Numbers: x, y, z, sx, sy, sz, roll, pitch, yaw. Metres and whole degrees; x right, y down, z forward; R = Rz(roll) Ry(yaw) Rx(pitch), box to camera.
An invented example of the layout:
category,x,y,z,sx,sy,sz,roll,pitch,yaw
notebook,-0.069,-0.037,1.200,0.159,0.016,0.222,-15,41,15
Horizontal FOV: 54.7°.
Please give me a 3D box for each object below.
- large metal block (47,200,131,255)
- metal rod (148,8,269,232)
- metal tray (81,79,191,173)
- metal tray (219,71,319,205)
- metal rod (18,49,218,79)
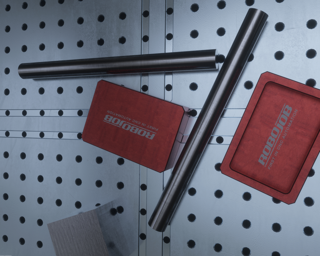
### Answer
category,x,y,z,sx,sy,sz,roll,pitch,yaw
large metal block,-0.099,0.156,0.433,0.080,0.050,0.080,-21,83,18
metal rod,0.057,-0.003,0.392,0.025,0.025,0.298,27,99,17
metal tray,-0.035,-0.004,0.421,0.130,0.030,0.089,20,97,18
metal tray,0.137,0.010,0.361,0.090,0.030,0.129,24,98,18
metal rod,-0.071,-0.087,0.436,0.301,0.025,0.025,1,90,19
